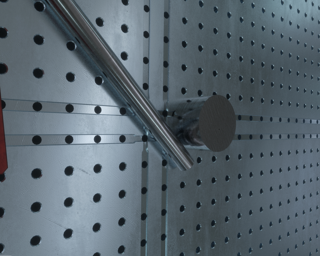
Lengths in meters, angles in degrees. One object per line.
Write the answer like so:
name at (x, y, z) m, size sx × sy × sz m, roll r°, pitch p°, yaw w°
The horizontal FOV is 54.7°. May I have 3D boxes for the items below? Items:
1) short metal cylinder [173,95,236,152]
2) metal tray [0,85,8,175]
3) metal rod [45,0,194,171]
short metal cylinder at (0.065, -0.007, 0.450) m, size 0.081 × 0.050 × 0.079 m, roll 0°, pitch 90°, yaw -40°
metal tray at (-0.183, -0.020, 0.253) m, size 0.091 × 0.030 × 0.129 m, roll -7°, pitch 95°, yaw -40°
metal rod at (-0.043, -0.054, 0.374) m, size 0.300 × 0.025 × 0.025 m, roll 52°, pitch 59°, yaw -27°
